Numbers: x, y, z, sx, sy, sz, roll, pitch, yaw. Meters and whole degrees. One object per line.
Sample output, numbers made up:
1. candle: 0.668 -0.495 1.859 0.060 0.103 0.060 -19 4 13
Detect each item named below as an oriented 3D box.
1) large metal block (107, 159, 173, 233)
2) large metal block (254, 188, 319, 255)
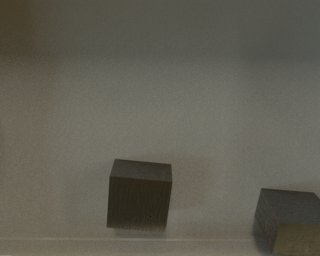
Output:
1. large metal block: -0.028 0.093 0.432 0.081 0.050 0.079 6 110 -2
2. large metal block: 0.188 0.130 0.431 0.081 0.080 0.050 5 110 -2
